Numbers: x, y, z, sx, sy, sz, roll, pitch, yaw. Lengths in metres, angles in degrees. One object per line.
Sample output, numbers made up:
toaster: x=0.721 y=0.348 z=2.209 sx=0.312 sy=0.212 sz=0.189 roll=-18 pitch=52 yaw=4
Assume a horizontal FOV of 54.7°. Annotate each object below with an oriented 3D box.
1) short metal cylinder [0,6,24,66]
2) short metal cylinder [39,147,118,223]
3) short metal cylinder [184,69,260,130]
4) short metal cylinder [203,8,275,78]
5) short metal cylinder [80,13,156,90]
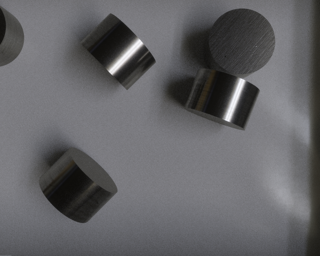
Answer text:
short metal cylinder: x=-0.225 y=-0.123 z=0.397 sx=0.081 sy=0.050 sz=0.080 roll=0 pitch=90 yaw=0
short metal cylinder: x=-0.099 y=0.069 z=0.383 sx=0.080 sy=0.080 sz=0.050 roll=44 pitch=90 yaw=0
short metal cylinder: x=0.076 y=-0.034 z=0.384 sx=0.080 sy=0.080 sz=0.050 roll=21 pitch=90 yaw=0
short metal cylinder: x=0.099 y=-0.105 z=0.399 sx=0.081 sy=0.050 sz=0.080 roll=0 pitch=90 yaw=0
short metal cylinder: x=-0.051 y=-0.093 z=0.383 sx=0.050 sy=0.080 sz=0.080 roll=-45 pitch=90 yaw=0
